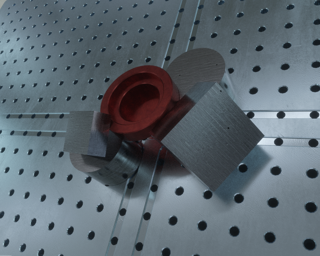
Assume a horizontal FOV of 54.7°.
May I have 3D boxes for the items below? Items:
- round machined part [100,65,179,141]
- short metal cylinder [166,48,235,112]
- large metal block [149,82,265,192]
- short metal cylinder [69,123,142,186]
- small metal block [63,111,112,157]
[{"bbox_3d":[-0.022,-0.027,0.387,0.098,0.042,0.098,-13,56,21],"label":"round machined part"},{"bbox_3d":[0.051,-0.056,0.399,0.080,0.050,0.080,-13,56,21],"label":"short metal cylinder"},{"bbox_3d":[0.049,0.007,0.334,0.080,0.080,0.050,-47,17,-5],"label":"large metal block"},{"bbox_3d":[-0.071,0.030,0.411,0.080,0.050,0.080,-13,56,21],"label":"short metal cylinder"},{"bbox_3d":[-0.087,0.007,0.370,0.050,0.025,0.050,2,81,42],"label":"small metal block"}]
